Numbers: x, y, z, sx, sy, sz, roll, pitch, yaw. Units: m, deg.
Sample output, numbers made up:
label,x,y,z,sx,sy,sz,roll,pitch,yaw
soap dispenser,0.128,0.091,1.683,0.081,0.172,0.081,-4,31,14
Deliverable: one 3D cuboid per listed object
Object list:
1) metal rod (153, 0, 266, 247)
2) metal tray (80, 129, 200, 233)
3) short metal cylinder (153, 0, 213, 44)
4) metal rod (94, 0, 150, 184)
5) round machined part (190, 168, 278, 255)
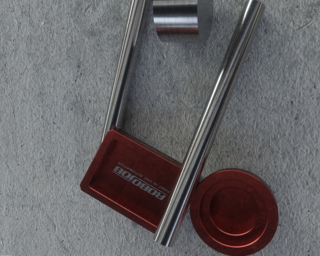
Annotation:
label,x,y,z,sx,sy,sz,roll,pitch,yaw
metal rod,0.059,-0.007,0.364,0.025,0.025,0.299,21,88,18
metal tray,-0.025,0.069,0.400,0.130,0.030,0.090,29,97,6
short metal cylinder,0.030,-0.142,0.369,0.050,0.080,0.079,7,93,20
metal rod,-0.050,-0.069,0.426,0.025,0.025,0.298,15,95,19
round machined part,0.088,0.096,0.369,0.098,0.042,0.097,0,90,20
